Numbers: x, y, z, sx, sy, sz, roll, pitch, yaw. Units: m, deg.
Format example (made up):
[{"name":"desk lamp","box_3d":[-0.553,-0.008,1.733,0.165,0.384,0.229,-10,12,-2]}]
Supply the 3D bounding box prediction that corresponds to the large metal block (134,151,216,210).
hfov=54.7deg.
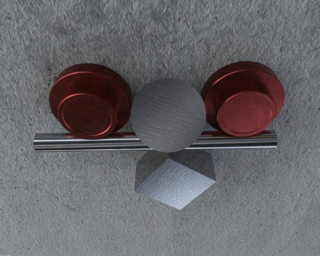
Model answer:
[{"name":"large metal block","box_3d":[0.020,0.064,0.444,0.080,0.050,0.080,28,125,-22]}]

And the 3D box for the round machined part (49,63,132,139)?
[{"name":"round machined part","box_3d":[-0.084,-0.025,0.375,0.099,0.042,0.097,0,130,0]}]

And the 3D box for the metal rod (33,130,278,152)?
[{"name":"metal rod","box_3d":[-0.006,0.017,0.395,0.302,0.025,0.025,-1,130,0]}]

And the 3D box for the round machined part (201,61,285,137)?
[{"name":"round machined part","box_3d":[0.101,-0.028,0.375,0.099,0.042,0.097,0,130,0]}]

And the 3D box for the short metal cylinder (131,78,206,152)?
[{"name":"short metal cylinder","box_3d":[0.009,-0.015,0.355,0.080,0.050,0.079,0,95,0]}]
